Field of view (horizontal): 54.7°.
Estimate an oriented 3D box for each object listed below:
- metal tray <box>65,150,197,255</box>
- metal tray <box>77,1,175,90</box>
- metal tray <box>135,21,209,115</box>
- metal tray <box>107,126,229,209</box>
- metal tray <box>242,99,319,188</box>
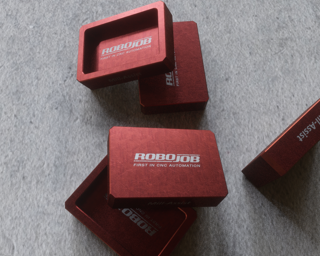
[{"bbox_3d":[-0.034,0.099,0.368,0.130,0.030,0.090,36,74,12],"label":"metal tray"},{"bbox_3d":[-0.048,-0.108,0.417,0.130,0.030,0.090,-9,70,21],"label":"metal tray"},{"bbox_3d":[0.014,-0.087,0.437,0.091,0.030,0.129,-5,70,-2],"label":"metal tray"},{"bbox_3d":[0.006,0.045,0.362,0.131,0.030,0.090,2,55,-14],"label":"metal tray"},{"bbox_3d":[0.163,0.012,0.371,0.130,0.090,0.030,-39,75,-13],"label":"metal tray"}]
